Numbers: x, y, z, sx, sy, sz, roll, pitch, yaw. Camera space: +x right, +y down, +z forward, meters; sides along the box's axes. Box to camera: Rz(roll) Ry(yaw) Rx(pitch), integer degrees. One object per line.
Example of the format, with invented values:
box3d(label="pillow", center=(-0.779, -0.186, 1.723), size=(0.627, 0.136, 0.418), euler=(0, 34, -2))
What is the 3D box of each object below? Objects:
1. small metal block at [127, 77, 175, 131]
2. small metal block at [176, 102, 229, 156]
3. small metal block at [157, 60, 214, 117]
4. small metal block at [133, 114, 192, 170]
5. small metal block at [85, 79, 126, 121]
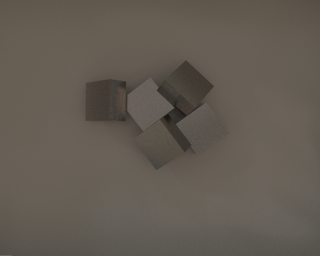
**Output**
box3d(label="small metal block", center=(-0.017, -0.030, 0.409), size=(0.050, 0.025, 0.050), euler=(-38, 91, 0))
box3d(label="small metal block", center=(0.054, 0.001, 0.410), size=(0.050, 0.025, 0.050), euler=(-36, 90, 0))
box3d(label="small metal block", center=(0.033, -0.051, 0.399), size=(0.050, 0.025, 0.050), euler=(43, 55, -1))
box3d(label="small metal block", center=(0.003, 0.018, 0.398), size=(0.050, 0.025, 0.050), euler=(-36, 90, 31))
box3d(label="small metal block", center=(-0.070, -0.034, 0.395), size=(0.050, 0.025, 0.050), euler=(0, 90, 43))
